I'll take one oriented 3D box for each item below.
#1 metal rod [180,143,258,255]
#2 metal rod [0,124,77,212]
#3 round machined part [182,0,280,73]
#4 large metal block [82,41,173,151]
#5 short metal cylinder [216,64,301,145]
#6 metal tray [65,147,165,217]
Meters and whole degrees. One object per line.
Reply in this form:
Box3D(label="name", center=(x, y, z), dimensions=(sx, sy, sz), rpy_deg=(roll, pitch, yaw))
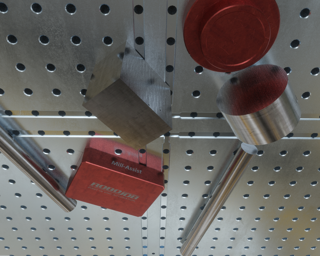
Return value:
Box3D(label="metal rod", center=(0.089, 0.138, 0.530), dimensions=(0.025, 0.025, 0.298), rpy_deg=(11, 129, -10))
Box3D(label="metal rod", center=(-0.209, 0.027, 0.431), dimensions=(0.025, 0.025, 0.299), rpy_deg=(-18, 128, 14))
Box3D(label="round machined part", center=(0.073, -0.099, 0.317), dimensions=(0.099, 0.042, 0.097), rpy_deg=(0, 130, 0))
Box3D(label="large metal block", center=(-0.032, -0.036, 0.344), dimensions=(0.050, 0.080, 0.080), rpy_deg=(-31, 124, 23))
Box3D(label="short metal cylinder", center=(0.112, -0.027, 0.354), dimensions=(0.080, 0.080, 0.050), rpy_deg=(-25, 126, 19))
Box3D(label="metal tray", center=(-0.070, 0.088, 0.483), dimensions=(0.131, 0.030, 0.089), rpy_deg=(21, 127, -18))
